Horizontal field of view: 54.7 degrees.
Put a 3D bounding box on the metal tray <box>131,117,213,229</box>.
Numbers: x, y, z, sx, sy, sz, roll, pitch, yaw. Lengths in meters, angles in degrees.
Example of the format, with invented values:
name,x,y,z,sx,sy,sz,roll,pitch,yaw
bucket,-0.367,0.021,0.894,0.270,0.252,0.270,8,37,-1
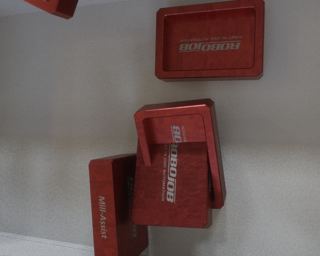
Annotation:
name,x,y,z,sx,sy,sz,roll,pitch,yaw
metal tray,0.017,0.053,0.380,0.090,0.030,0.130,-3,70,19

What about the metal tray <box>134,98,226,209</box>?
name,x,y,z,sx,sy,sz,roll,pitch,yaw
metal tray,0.027,0.034,0.376,0.090,0.030,0.129,-5,108,19

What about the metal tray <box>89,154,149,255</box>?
name,x,y,z,sx,sy,sz,roll,pitch,yaw
metal tray,-0.049,0.100,0.392,0.030,0.090,0.129,-5,89,20

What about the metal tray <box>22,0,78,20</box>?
name,x,y,z,sx,sy,sz,roll,pitch,yaw
metal tray,-0.139,-0.184,0.330,0.130,0.030,0.089,28,105,14

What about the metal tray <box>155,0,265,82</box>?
name,x,y,z,sx,sy,sz,roll,pitch,yaw
metal tray,0.061,-0.105,0.385,0.130,0.030,0.089,2,91,19
